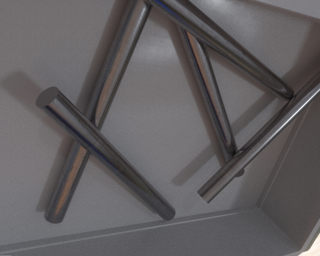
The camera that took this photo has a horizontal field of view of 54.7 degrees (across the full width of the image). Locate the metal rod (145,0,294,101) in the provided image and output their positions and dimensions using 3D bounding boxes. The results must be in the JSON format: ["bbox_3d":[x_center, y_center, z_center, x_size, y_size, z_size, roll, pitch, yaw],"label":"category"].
[{"bbox_3d":[0.095,-0.091,0.384,0.302,0.025,0.025,20,108,-43],"label":"metal rod"}]

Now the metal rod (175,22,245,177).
[{"bbox_3d":[0.078,-0.029,0.435,0.025,0.025,0.299,-33,129,-7],"label":"metal rod"}]

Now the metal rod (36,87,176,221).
[{"bbox_3d":[-0.045,0.055,0.396,0.025,0.025,0.300,-38,137,-3],"label":"metal rod"}]

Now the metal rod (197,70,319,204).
[{"bbox_3d":[0.172,0.001,0.474,0.300,0.025,0.025,-45,130,0],"label":"metal rod"}]

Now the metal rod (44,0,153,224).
[{"bbox_3d":[-0.077,-0.011,0.360,0.025,0.025,0.298,13,111,-34],"label":"metal rod"}]
